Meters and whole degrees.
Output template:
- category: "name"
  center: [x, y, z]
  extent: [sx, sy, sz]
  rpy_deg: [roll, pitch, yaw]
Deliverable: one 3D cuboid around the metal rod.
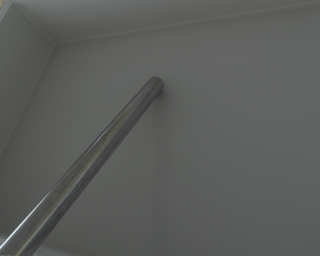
- category: "metal rod"
  center: [-0.064, 0.023, 0.343]
  extent: [0.025, 0.025, 0.301]
  rpy_deg: [0, 35, 28]
